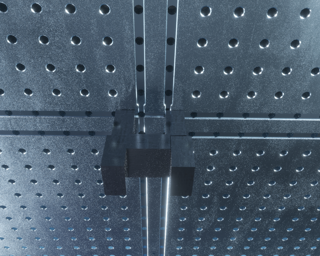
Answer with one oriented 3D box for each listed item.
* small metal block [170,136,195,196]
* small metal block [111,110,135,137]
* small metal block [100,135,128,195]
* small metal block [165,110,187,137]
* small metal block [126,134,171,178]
[{"bbox_3d":[0.025,0.045,0.366,0.025,0.050,0.050,1,130,-1],"label":"small metal block"},{"bbox_3d":[-0.046,0.012,0.403,0.025,0.050,0.050,0,130,-1],"label":"small metal block"},{"bbox_3d":[-0.051,0.044,0.365,0.025,0.050,0.050,1,130,-1],"label":"small metal block"},{"bbox_3d":[0.019,0.012,0.405,0.025,0.050,0.050,-1,130,0],"label":"small metal block"},{"bbox_3d":[-0.014,0.034,0.376,0.050,0.025,0.050,0,130,-1],"label":"small metal block"}]
